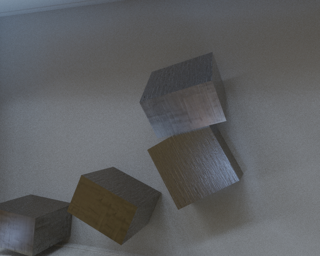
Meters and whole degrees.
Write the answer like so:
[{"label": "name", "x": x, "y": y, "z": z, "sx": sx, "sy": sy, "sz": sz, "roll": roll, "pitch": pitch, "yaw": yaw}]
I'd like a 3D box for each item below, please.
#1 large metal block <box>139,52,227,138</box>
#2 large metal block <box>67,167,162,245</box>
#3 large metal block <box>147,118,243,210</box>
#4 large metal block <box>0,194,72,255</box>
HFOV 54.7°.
[{"label": "large metal block", "x": 0.030, "y": -0.040, "z": 0.363, "sx": 0.080, "sy": 0.080, "sz": 0.050, "roll": -15, "pitch": 120, "yaw": 19}, {"label": "large metal block", "x": -0.056, "y": 0.095, "z": 0.400, "sx": 0.080, "sy": 0.080, "sz": 0.050, "roll": 25, "pitch": 98, "yaw": 18}, {"label": "large metal block", "x": 0.044, "y": 0.042, "z": 0.381, "sx": 0.080, "sy": 0.050, "sz": 0.080, "roll": -31, "pitch": 80, "yaw": 17}, {"label": "large metal block", "x": -0.185, "y": 0.135, "z": 0.445, "sx": 0.080, "sy": 0.080, "sz": 0.050, "roll": 6, "pitch": 92, "yaw": 19}]
